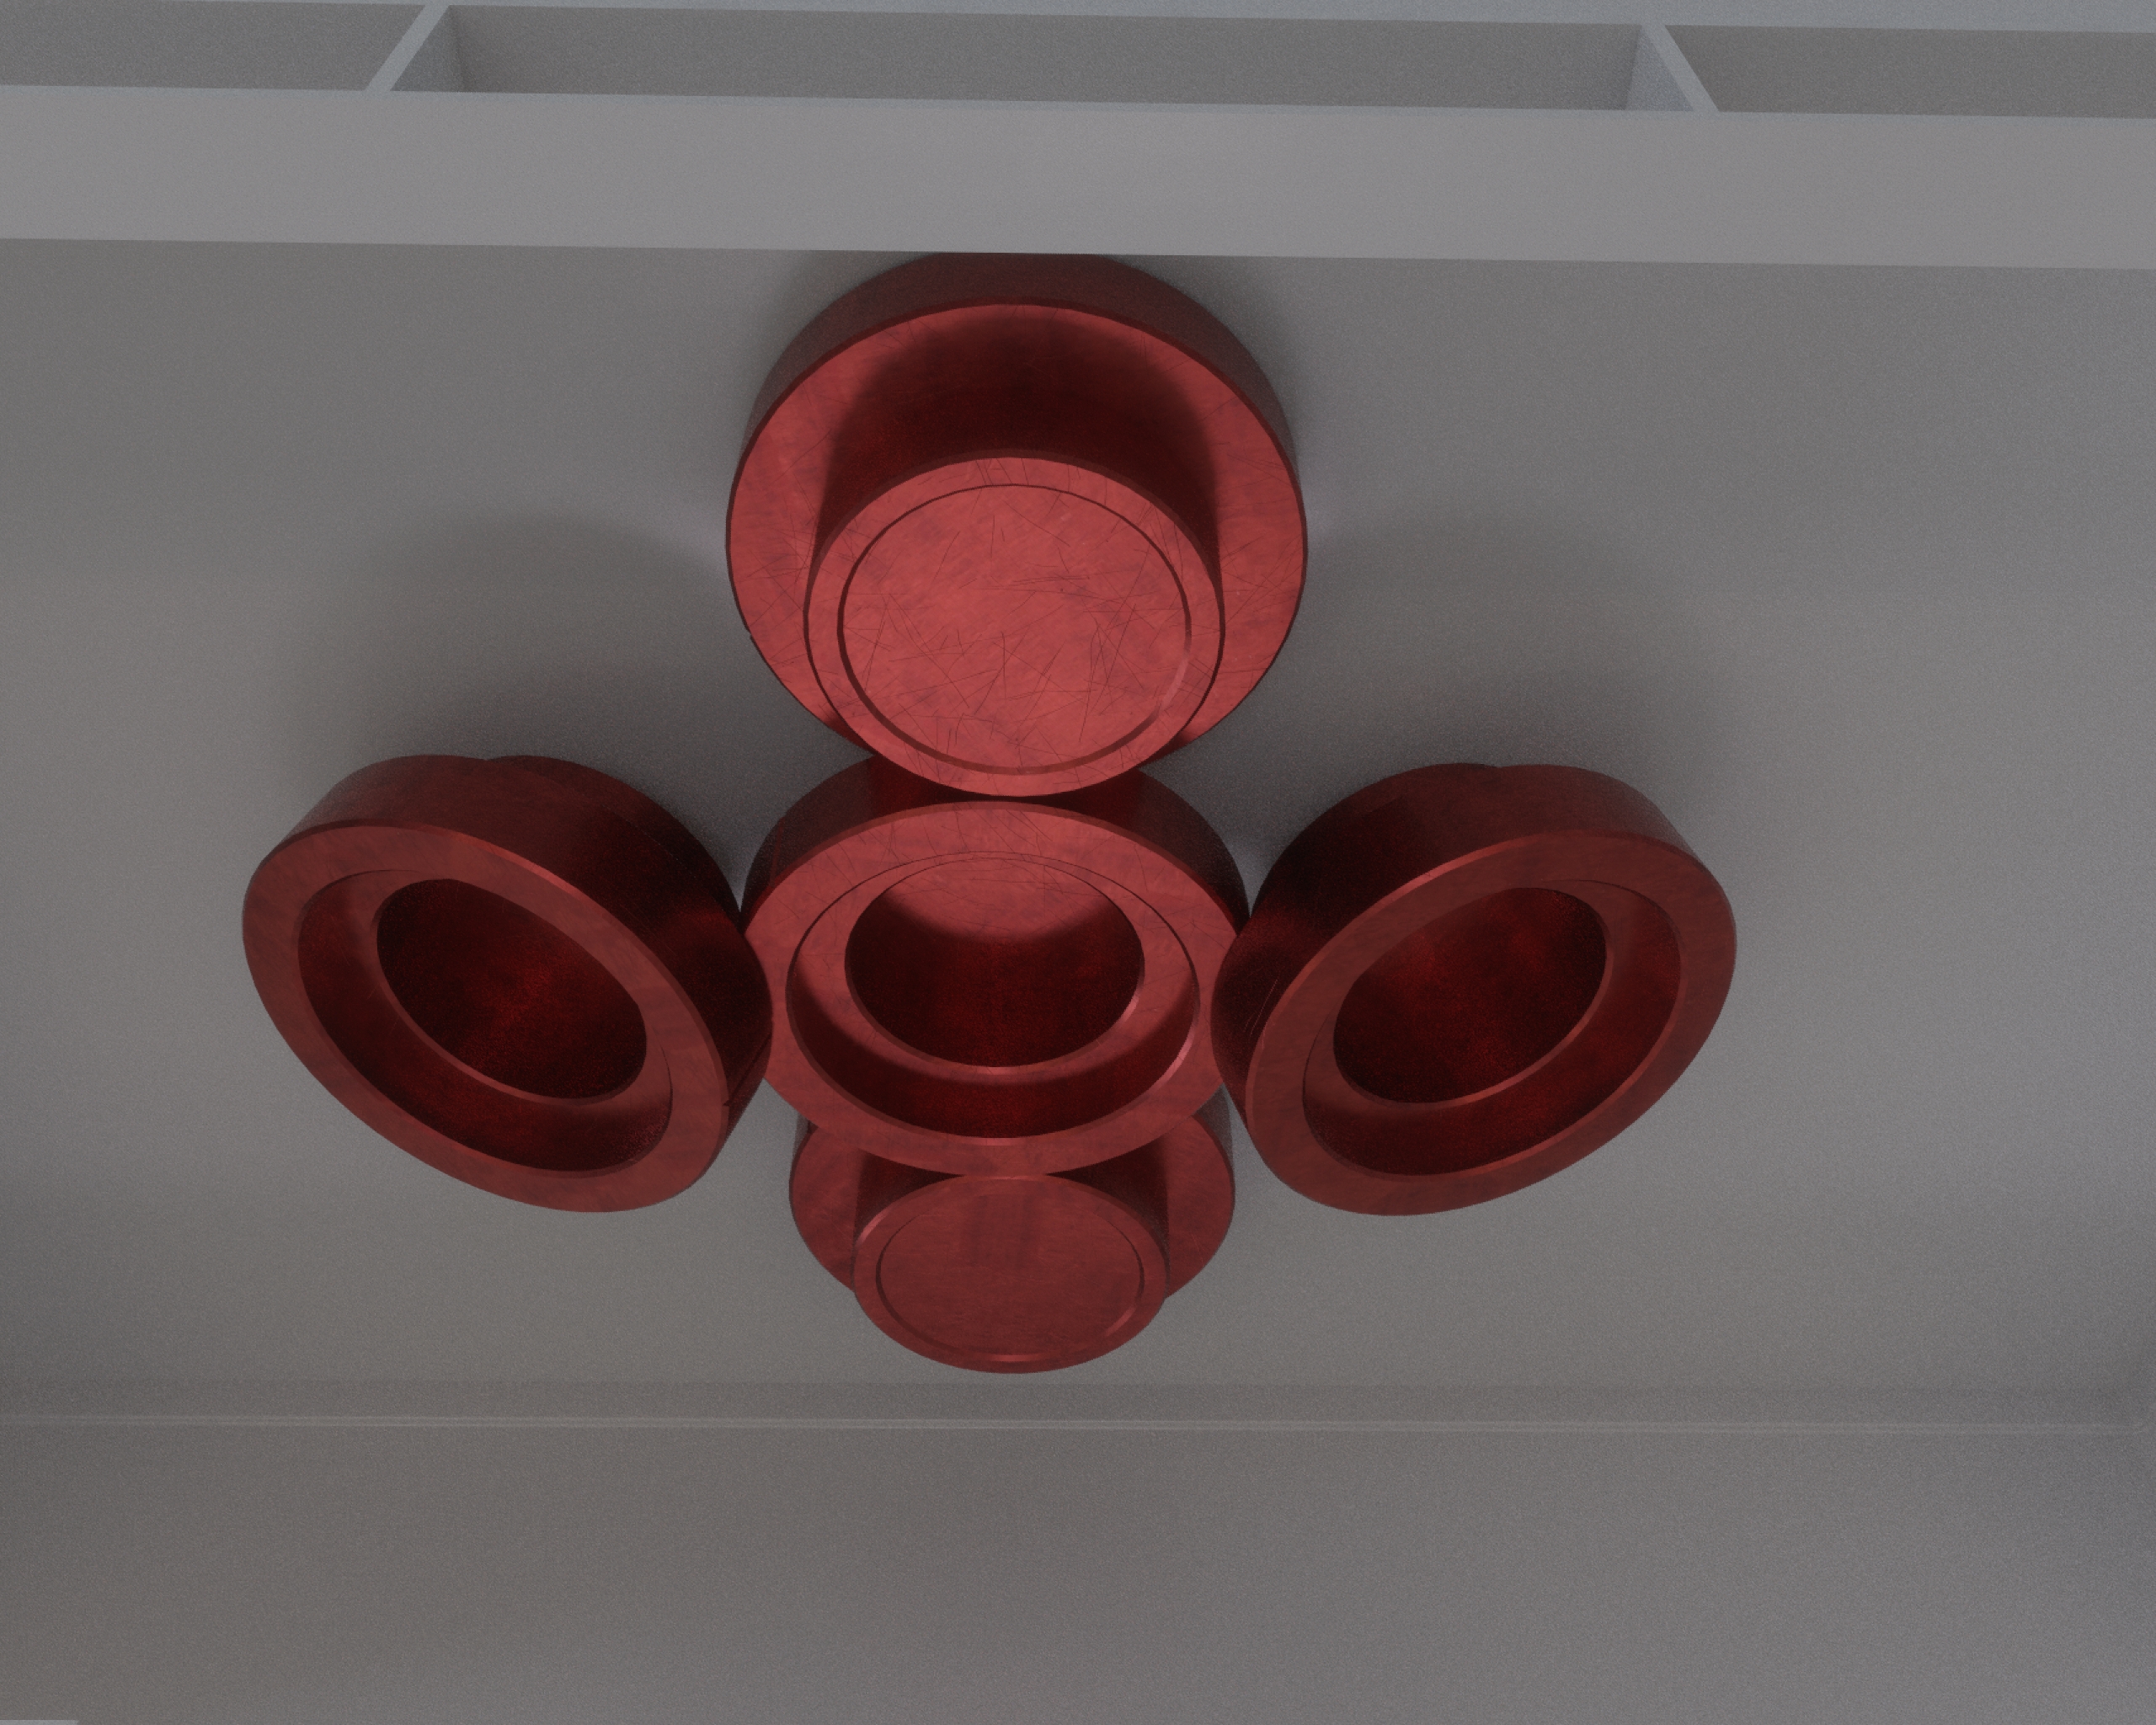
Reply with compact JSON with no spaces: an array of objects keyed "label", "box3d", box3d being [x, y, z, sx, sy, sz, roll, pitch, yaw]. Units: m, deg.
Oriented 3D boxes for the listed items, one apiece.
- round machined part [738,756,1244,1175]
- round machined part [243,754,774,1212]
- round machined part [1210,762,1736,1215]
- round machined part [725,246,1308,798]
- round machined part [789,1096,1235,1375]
[{"label":"round machined part","box3d":[-0.016,0.013,0.406,0.099,0.042,0.097,0,130,0]},{"label":"round machined part","box3d":[-0.104,0.018,0.400,0.098,0.042,0.097,11,131,13]},{"label":"round machined part","box3d":[0.072,0.020,0.402,0.099,0.042,0.097,-11,132,-13]},{"label":"round machined part","box3d":[-0.010,-0.050,0.353,0.099,0.042,0.097,0,130,0]},{"label":"round machined part","box3d":[-0.015,0.076,0.460,0.099,0.042,0.097,0,130,0]}]
